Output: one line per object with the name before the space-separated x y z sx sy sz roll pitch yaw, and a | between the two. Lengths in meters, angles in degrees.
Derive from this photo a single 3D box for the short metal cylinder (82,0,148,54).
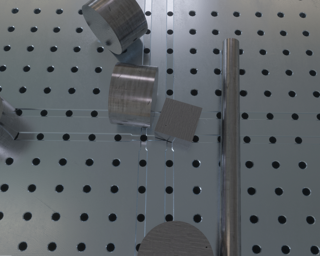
short metal cylinder | -0.063 -0.152 0.438 0.080 0.080 0.050 43 76 14

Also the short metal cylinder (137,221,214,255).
short metal cylinder | 0.016 0.146 0.345 0.081 0.050 0.080 0 70 0

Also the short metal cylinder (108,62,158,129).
short metal cylinder | -0.032 -0.041 0.397 0.050 0.080 0.080 7 70 2

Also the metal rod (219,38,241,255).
metal rod | 0.092 0.014 0.407 0.025 0.025 0.299 4 70 1

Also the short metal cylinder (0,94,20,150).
short metal cylinder | -0.232 -0.011 0.401 0.081 0.050 0.080 0 70 0

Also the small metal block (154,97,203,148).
small metal block | 0.025 -0.007 0.415 0.050 0.025 0.050 17 71 6
